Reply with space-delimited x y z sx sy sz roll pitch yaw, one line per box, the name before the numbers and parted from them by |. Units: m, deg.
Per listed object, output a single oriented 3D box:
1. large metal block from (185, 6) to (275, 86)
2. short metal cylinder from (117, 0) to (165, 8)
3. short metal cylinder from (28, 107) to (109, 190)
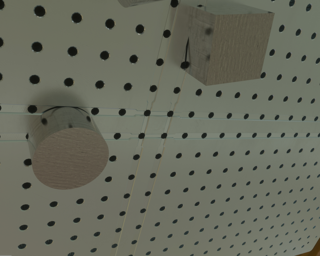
large metal block | 0.082 -0.102 0.377 0.081 0.050 0.079 -11 123 -23
short metal cylinder | -0.015 -0.153 0.273 0.050 0.080 0.079 -19 126 -18
short metal cylinder | -0.104 0.023 0.352 0.081 0.050 0.079 -14 124 -21
